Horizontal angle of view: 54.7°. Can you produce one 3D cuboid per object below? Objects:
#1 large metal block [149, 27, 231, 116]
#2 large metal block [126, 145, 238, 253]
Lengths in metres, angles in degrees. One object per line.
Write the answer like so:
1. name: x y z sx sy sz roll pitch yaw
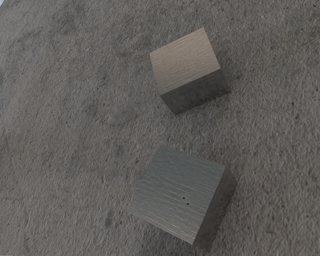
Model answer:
1. large metal block: 0.039 -0.075 0.413 0.080 0.050 0.080 -23 53 14
2. large metal block: 0.025 0.073 0.330 0.080 0.050 0.080 16 70 34
